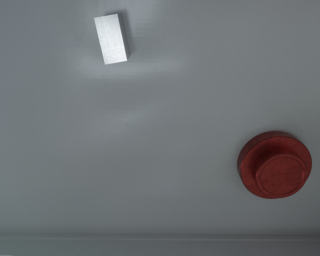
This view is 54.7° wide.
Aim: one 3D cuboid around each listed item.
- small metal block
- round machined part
[{"bbox_3d":[-0.053,-0.104,0.359,0.025,0.050,0.050,-9,110,3],"label":"small metal block"},{"bbox_3d":[0.160,0.057,0.426,0.099,0.042,0.097,0,110,-1],"label":"round machined part"}]
